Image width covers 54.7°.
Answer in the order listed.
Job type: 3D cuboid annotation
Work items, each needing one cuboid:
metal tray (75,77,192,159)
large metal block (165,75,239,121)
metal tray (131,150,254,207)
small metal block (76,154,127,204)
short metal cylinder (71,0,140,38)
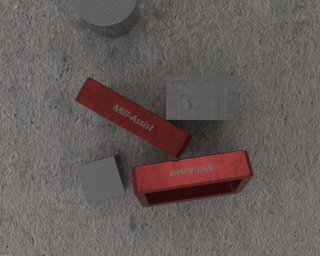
[{"bbox_3d":[-0.029,-0.011,0.377,0.130,0.090,0.030,29,90,0],"label":"metal tray"},{"bbox_3d":[0.047,-0.034,0.383,0.081,0.080,0.050,0,90,0],"label":"large metal block"},{"bbox_3d":[0.037,0.064,0.375,0.131,0.090,0.030,-9,66,0],"label":"metal tray"},{"bbox_3d":[-0.076,0.067,0.409,0.050,0.025,0.050,-17,90,0],"label":"small metal block"},{"bbox_3d":[-0.067,-0.162,0.397,0.081,0.050,0.080,0,90,0],"label":"short metal cylinder"}]
